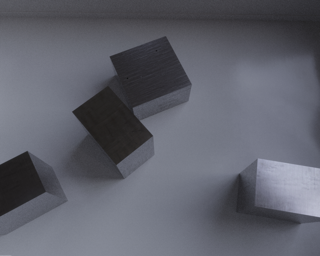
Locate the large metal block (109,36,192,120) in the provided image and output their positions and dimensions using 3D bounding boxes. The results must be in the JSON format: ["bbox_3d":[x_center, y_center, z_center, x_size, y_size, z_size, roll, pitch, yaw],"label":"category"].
[{"bbox_3d":[-0.013,-0.066,0.420,0.080,0.050,0.080,-22,72,-8],"label":"large metal block"}]

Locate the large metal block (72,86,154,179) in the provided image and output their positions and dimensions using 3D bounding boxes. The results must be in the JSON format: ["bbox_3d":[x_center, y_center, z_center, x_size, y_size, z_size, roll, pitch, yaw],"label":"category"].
[{"bbox_3d":[-0.052,0.009,0.377,0.050,0.080,0.080,-39,75,-13],"label":"large metal block"}]

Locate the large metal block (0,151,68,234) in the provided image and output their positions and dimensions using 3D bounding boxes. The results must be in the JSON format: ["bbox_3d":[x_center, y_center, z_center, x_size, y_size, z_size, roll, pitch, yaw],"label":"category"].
[{"bbox_3d":[-0.163,0.077,0.351,0.080,0.080,0.050,-28,73,-10],"label":"large metal block"}]

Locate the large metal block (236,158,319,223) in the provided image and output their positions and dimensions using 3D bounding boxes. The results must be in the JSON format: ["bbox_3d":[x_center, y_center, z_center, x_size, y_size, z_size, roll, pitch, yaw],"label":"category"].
[{"bbox_3d":[0.139,0.075,0.354,0.080,0.080,0.050,9,71,3],"label":"large metal block"}]
